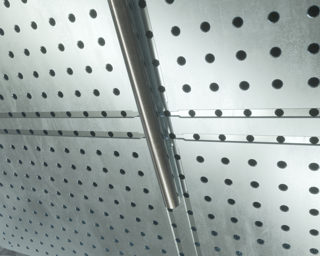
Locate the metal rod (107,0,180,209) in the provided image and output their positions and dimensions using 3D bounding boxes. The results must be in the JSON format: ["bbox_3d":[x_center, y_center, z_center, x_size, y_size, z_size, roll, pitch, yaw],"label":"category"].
[{"bbox_3d":[-0.014,-0.016,0.410,0.025,0.025,0.298,0,119,28],"label":"metal rod"}]
